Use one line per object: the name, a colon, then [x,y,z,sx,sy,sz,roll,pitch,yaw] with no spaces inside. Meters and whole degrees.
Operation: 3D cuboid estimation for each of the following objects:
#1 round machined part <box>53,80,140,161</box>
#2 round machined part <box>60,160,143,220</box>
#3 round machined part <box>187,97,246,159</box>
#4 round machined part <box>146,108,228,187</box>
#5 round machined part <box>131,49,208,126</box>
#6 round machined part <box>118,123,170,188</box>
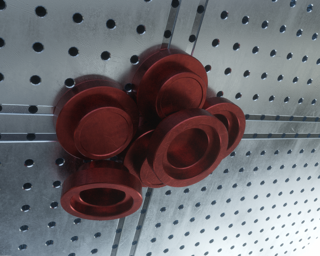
round machined part: [-0.069,-0.002,0.360,0.099,0.042,0.097,-14,124,-21]
round machined part: [-0.072,0.076,0.390,0.099,0.042,0.098,-4,140,-3]
round machined part: [0.067,0.000,0.436,0.099,0.042,0.097,-14,124,-21]
round machined part: [0.029,0.020,0.372,0.099,0.042,0.097,-14,124,-21]
round machined part: [0.018,-0.043,0.382,0.099,0.042,0.097,-14,124,-21]
round machined part: [-0.004,0.043,0.423,0.099,0.042,0.097,-14,124,-21]
